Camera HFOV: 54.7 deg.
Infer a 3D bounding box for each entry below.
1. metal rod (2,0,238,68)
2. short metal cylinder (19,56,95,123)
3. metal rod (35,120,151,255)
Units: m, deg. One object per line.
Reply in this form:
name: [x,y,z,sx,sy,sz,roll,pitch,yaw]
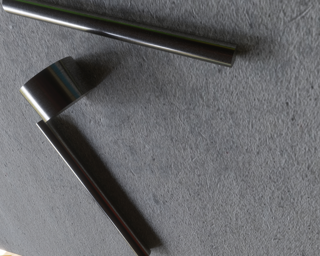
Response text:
metal rod: [-0.060,-0.119,0.363,0.301,0.025,0.025,18,125,17]
short metal cylinder: [-0.134,-0.050,0.408,0.080,0.080,0.050,-28,103,37]
metal rod: [-0.107,0.108,0.527,0.025,0.025,0.299,-24,106,36]
